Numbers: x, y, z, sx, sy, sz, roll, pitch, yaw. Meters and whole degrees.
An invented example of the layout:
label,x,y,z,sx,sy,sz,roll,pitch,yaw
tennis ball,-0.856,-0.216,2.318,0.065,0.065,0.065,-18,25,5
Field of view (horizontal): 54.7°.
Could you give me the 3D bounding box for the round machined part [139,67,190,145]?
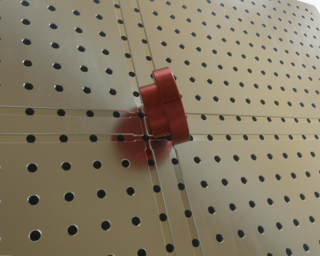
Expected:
label,x,y,z,sx,sy,sz,roll,pitch,yaw
round machined part,0.003,-0.024,0.391,0.042,0.098,0.098,-16,67,-1
